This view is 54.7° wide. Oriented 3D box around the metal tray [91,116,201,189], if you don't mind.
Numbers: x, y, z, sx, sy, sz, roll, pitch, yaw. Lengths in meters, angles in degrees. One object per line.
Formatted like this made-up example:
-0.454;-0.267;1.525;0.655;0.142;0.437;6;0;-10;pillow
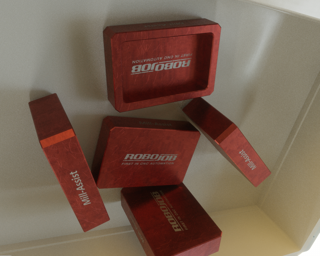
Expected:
-0.018;0.034;0.414;0.131;0.030;0.089;3;117;-30;metal tray

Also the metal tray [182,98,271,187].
0.093;0.019;0.428;0.030;0.090;0.130;-44;130;3;metal tray

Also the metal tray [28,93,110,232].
-0.097;0.038;0.335;0.030;0.090;0.129;-23;128;-16;metal tray

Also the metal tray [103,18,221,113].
0.004;-0.074;0.361;0.131;0.030;0.089;-13;124;-22;metal tray

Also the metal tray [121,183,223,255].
0.010;0.121;0.419;0.091;0.130;0.030;-12;124;-23;metal tray
